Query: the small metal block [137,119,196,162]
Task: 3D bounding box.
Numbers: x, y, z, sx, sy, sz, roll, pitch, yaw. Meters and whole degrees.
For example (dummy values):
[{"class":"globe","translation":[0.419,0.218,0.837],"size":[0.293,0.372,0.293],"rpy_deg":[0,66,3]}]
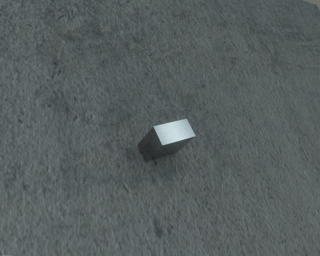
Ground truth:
[{"class":"small metal block","translation":[0.007,0.016,0.384],"size":[0.050,0.050,0.025],"rpy_deg":[-13,69,-34]}]
